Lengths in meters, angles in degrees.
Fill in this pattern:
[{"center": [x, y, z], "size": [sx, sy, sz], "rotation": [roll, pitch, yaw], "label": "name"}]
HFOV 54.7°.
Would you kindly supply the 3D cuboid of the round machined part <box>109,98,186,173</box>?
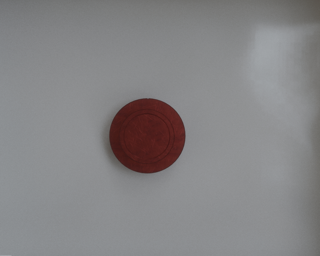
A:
[{"center": [-0.016, 0.010, 0.399], "size": [0.099, 0.042, 0.097], "rotation": [0, 90, -1], "label": "round machined part"}]
